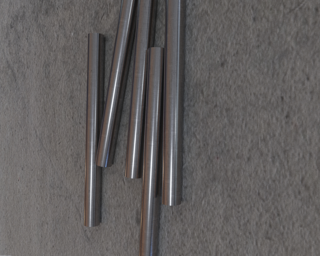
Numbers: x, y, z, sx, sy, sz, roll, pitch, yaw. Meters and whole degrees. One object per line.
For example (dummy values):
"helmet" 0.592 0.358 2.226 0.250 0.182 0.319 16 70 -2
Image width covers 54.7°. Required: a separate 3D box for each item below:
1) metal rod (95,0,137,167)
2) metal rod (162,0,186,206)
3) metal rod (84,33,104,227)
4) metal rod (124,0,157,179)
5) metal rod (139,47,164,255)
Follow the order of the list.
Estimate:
"metal rod" -0.059 -0.089 0.450 0.025 0.025 0.298 18 101 38
"metal rod" 0.017 -0.054 0.388 0.025 0.025 0.298 2 91 39
"metal rod" -0.104 0.004 0.487 0.025 0.025 0.298 3 92 39
"metal rod" -0.025 -0.080 0.422 0.025 0.025 0.298 8 95 39
"metal rod" -0.010 0.046 0.411 0.025 0.025 0.298 5 93 39
